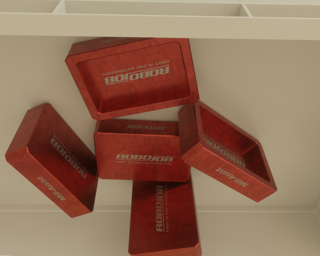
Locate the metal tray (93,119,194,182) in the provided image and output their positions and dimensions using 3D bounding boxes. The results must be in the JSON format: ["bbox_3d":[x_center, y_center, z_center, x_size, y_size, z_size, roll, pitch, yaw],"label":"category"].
[{"bbox_3d":[-0.021,0.033,0.430,0.131,0.030,0.089,2,130,-3],"label":"metal tray"}]

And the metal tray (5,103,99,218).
[{"bbox_3d":[-0.128,0.043,0.399,0.030,0.090,0.130,-20,128,14],"label":"metal tray"}]

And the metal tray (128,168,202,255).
[{"bbox_3d":[0.006,0.121,0.439,0.090,0.130,0.030,-10,130,7],"label":"metal tray"}]

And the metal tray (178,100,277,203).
[{"bbox_3d":[0.083,0.028,0.388,0.131,0.090,0.030,31,124,-24],"label":"metal tray"}]

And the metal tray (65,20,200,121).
[{"bbox_3d":[-0.027,-0.061,0.351,0.131,0.030,0.090,-10,130,8],"label":"metal tray"}]
